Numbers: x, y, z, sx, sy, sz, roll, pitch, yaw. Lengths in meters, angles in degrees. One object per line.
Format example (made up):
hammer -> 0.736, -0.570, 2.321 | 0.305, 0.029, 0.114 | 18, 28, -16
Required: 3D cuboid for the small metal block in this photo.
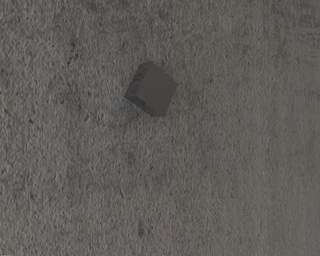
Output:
small metal block -> -0.010, -0.048, 0.395 | 0.050, 0.025, 0.050 | 35, 68, -34
